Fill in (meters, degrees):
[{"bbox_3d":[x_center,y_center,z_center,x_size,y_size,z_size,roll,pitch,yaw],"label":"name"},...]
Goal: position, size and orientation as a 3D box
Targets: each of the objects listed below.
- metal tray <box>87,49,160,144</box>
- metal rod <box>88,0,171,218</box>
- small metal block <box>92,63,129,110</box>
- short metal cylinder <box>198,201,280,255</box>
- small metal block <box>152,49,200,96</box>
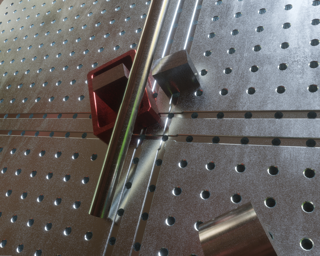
[{"bbox_3d":[-0.059,-0.050,0.464,0.090,0.030,0.130,-25,53,12],"label":"metal tray"},{"bbox_3d":[-0.037,-0.035,0.402,0.025,0.025,0.299,11,81,32],"label":"metal rod"},{"bbox_3d":[-0.061,-0.058,0.441,0.050,0.050,0.025,-24,53,13],"label":"small metal block"},{"bbox_3d":[0.075,0.111,0.266,0.050,0.080,0.080,-29,52,10],"label":"short metal cylinder"},{"bbox_3d":[0.022,-0.075,0.425,0.050,0.050,0.025,-17,55,18],"label":"small metal block"}]
